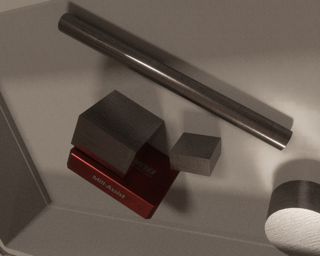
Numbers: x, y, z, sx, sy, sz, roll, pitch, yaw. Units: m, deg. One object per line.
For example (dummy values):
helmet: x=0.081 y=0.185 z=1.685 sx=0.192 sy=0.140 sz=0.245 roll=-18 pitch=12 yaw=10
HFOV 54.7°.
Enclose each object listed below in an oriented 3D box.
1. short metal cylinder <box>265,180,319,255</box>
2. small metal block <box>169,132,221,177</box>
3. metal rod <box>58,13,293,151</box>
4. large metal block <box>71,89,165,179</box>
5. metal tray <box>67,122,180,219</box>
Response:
short metal cylinder: x=0.171 y=0.110 z=0.370 sx=0.080 sy=0.050 sz=0.079 roll=13 pitch=124 yaw=20
small metal block: x=0.045 y=0.031 z=0.387 sx=0.050 sy=0.050 sz=0.025 roll=8 pitch=122 yaw=23
metal rod: x=0.010 y=-0.059 z=0.365 sx=0.301 sy=0.025 sz=0.025 roll=29 pitch=128 yaw=8
large metal block: x=-0.053 y=0.005 z=0.403 sx=0.080 sy=0.080 sz=0.050 roll=33 pitch=128 yaw=6
metal tray: x=-0.045 y=0.052 z=0.420 sx=0.130 sy=0.090 sz=0.030 roll=32 pitch=128 yaw=7
